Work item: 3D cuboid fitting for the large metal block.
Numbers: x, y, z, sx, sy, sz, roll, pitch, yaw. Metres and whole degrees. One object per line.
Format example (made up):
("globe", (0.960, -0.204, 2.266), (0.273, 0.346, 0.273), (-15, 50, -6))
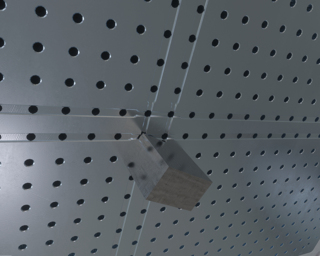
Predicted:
("large metal block", (0.009, 0.059, 0.416), (0.080, 0.080, 0.050), (25, 105, -37))
